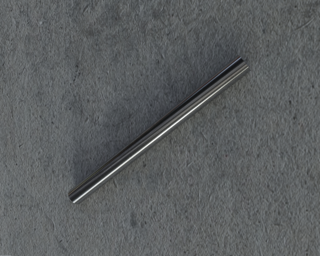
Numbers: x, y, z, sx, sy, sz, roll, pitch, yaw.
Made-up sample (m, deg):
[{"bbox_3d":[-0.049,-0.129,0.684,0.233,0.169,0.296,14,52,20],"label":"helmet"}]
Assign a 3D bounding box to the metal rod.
[{"bbox_3d":[-0.011,0.011,0.414,0.300,0.025,0.025,-38,78,15],"label":"metal rod"}]
